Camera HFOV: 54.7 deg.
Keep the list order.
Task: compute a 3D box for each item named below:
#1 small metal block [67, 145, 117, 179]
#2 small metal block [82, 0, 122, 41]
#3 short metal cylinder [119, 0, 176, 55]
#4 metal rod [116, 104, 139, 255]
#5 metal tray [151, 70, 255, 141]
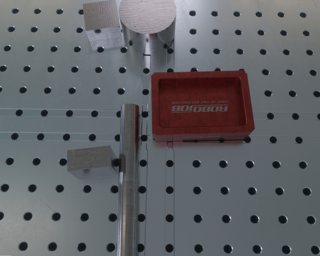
[{"bbox_3d":[-0.082,0.043,0.382,0.050,0.050,0.025,-6,70,-2],"label":"small metal block"},{"bbox_3d":[-0.087,-0.164,0.471,0.050,0.025,0.050,-10,70,-4],"label":"small metal block"},{"bbox_3d":[-0.017,-0.156,0.455,0.081,0.050,0.080,0,70,0],"label":"short metal cylinder"},{"bbox_3d":[-0.039,0.112,0.370,0.025,0.025,0.299,-1,70,0],"label":"metal rod"},{"bbox_3d":[0.054,-0.030,0.420,0.131,0.030,0.090,-2,70,-1],"label":"metal tray"}]
